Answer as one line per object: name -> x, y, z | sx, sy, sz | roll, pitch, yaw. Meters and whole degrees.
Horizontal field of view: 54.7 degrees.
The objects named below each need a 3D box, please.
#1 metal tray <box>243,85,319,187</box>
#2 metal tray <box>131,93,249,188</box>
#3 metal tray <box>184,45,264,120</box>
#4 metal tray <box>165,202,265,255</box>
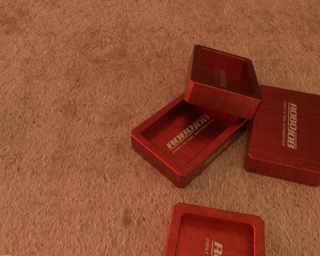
metal tray -> 0.162, 0.004, 0.397 | 0.090, 0.030, 0.130 | 12, 51, 10
metal tray -> 0.039, 0.004, 0.396 | 0.131, 0.030, 0.090 | -37, 59, -27
metal tray -> 0.084, -0.068, 0.424 | 0.091, 0.030, 0.130 | 15, 35, -2
metal tray -> 0.047, 0.140, 0.282 | 0.090, 0.030, 0.130 | 8, 50, 7
